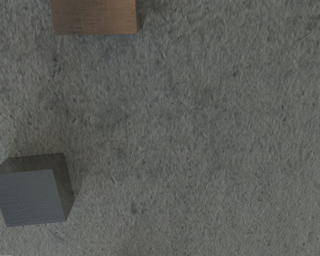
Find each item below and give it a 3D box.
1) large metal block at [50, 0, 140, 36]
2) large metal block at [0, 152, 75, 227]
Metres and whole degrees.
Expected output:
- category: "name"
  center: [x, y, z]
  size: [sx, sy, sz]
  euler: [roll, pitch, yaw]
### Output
- category: "large metal block"
  center: [-0.064, -0.129, 0.332]
  size: [0.081, 0.080, 0.050]
  euler: [-2, 110, 0]
- category: "large metal block"
  center: [-0.171, 0.084, 0.425]
  size: [0.080, 0.050, 0.079]
  euler: [-6, 110, 1]
